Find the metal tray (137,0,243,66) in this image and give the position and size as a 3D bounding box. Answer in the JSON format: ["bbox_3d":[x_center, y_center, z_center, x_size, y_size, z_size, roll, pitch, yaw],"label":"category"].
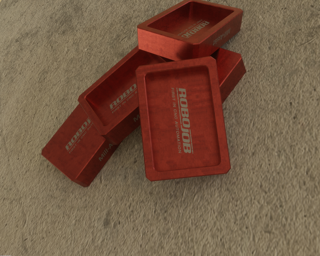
[{"bbox_3d":[0.043,-0.134,0.417,0.090,0.030,0.131,25,47,26],"label":"metal tray"}]

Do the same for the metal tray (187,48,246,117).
[{"bbox_3d":[0.038,-0.075,0.427,0.130,0.030,0.090,30,78,37],"label":"metal tray"}]

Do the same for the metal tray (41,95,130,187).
[{"bbox_3d":[-0.100,0.008,0.447,0.090,0.030,0.130,27,76,37],"label":"metal tray"}]

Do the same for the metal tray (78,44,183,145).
[{"bbox_3d":[-0.038,-0.051,0.413,0.130,0.030,0.090,-41,51,-1],"label":"metal tray"}]

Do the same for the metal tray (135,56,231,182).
[{"bbox_3d":[0.025,-0.009,0.350,0.090,0.030,0.129,-7,82,5],"label":"metal tray"}]
